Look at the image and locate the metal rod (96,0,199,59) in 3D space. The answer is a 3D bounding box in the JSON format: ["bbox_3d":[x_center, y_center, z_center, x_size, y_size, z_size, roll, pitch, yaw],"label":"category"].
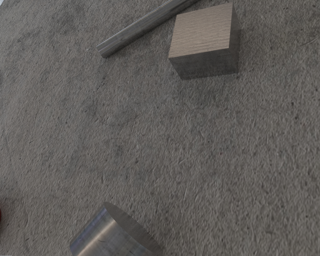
[{"bbox_3d":[0.026,-0.204,0.515,0.300,0.025,0.025,-29,52,9],"label":"metal rod"}]

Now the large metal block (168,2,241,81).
[{"bbox_3d":[0.064,-0.117,0.426,0.080,0.050,0.080,-3,60,26],"label":"large metal block"}]

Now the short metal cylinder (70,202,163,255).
[{"bbox_3d":[-0.044,0.121,0.317,0.050,0.080,0.080,-49,52,-6],"label":"short metal cylinder"}]
